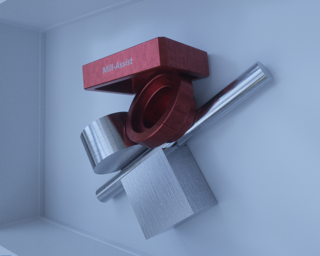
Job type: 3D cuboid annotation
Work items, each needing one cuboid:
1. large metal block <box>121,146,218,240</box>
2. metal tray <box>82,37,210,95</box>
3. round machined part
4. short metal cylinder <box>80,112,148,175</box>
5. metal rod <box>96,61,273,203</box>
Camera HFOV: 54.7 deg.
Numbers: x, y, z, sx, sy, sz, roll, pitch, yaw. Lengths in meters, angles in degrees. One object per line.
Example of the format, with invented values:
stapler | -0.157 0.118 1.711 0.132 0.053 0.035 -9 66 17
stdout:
large metal block | 0.009 0.077 0.378 0.080 0.050 0.080 -40 66 32
metal tray | -0.019 -0.068 0.375 0.130 0.091 0.030 -8 85 39
round machined part | 0.005 -0.020 0.370 0.098 0.042 0.098 -35 40 36
short metal cylinder | -0.059 0.021 0.416 0.080 0.081 0.050 -40 66 32
metal rod | 0.010 0.022 0.395 0.299 0.025 0.025 -40 66 32
